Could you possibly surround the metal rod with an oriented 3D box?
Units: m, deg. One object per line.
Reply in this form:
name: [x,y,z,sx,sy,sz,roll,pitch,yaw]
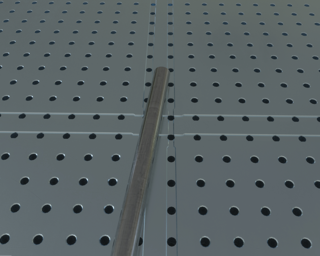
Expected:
metal rod: [-0.018,0.029,0.383,0.025,0.025,0.300,6,50,5]
